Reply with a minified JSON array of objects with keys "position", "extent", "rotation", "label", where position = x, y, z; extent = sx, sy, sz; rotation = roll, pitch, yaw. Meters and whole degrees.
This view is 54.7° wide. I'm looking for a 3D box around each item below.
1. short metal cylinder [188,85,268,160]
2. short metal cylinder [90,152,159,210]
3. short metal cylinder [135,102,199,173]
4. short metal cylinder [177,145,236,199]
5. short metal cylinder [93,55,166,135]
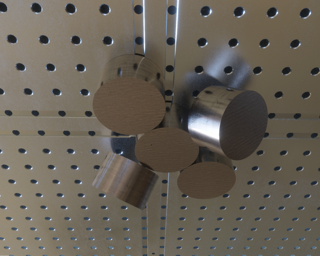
[{"position":[0.080,-0.008,0.363],"extent":[0.081,0.050,0.079],"rotation":[-11,109,-34],"label":"short metal cylinder"},{"position":[-0.048,0.074,0.430],"extent":[0.080,0.050,0.080],"rotation":[24,166,7],"label":"short metal cylinder"},{"position":[0.009,0.013,0.406],"extent":[0.081,0.050,0.079],"rotation":[0,130,0],"label":"short metal cylinder"},{"position":[0.064,0.057,0.445],"extent":[0.081,0.050,0.079],"rotation":[0,130,0],"label":"short metal cylinder"},{"position":[-0.034,-0.038,0.362],"extent":[0.081,0.050,0.079],"rotation":[0,130,0],"label":"short metal cylinder"}]
